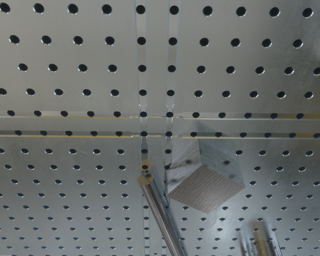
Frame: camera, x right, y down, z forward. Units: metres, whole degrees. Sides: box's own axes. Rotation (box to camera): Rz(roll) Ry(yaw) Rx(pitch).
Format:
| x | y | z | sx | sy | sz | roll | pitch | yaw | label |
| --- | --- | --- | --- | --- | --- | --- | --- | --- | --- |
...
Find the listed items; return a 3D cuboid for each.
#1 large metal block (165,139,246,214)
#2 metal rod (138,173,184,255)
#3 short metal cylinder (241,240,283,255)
| x | y | z | sx | sy | sz | roll | pitch | yaw | label |
| --- | --- | --- | --- | --- | --- | --- | --- | --- | --- |
| 0.064 | 0.075 | 0.459 | 0.080 | 0.050 | 0.080 | 28 | 125 | -22 | large metal block |
| 0.014 | 0.189 | 0.572 | 0.025 | 0.025 | 0.299 | -11 | 130 | 9 | metal rod |
| 0.210 | 0.272 | 0.629 | 0.081 | 0.050 | 0.079 | 0 | 130 | 0 | short metal cylinder |
